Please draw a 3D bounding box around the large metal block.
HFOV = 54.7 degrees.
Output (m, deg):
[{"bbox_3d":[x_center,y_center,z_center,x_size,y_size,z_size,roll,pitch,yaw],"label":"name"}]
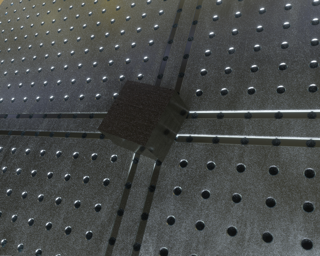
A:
[{"bbox_3d":[-0.021,-0.011,0.408,0.080,0.050,0.080,17,70,34],"label":"large metal block"}]
